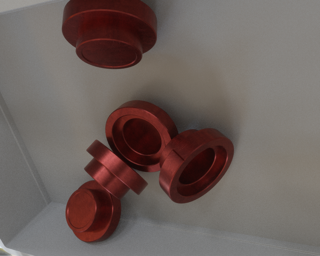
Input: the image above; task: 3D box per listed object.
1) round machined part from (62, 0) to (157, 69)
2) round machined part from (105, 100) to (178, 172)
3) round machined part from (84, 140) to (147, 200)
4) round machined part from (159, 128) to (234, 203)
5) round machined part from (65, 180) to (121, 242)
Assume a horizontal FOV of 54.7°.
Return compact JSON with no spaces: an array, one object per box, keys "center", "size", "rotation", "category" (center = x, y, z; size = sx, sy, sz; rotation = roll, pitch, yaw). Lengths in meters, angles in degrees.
[{"center":[-0.052,-0.095,0.328],"size":[0.098,0.098,0.042],"rotation":[-8,74,31],"category":"round machined part"},{"center":[-0.019,0.007,0.411],"size":[0.098,0.042,0.097],"rotation":[13,124,20],"category":"round machined part"},{"center":[-0.068,0.064,0.438],"size":[0.098,0.042,0.098],"rotation":[39,168,10],"category":"round machined part"},{"center":[0.039,0.040,0.375],"size":[0.042,0.099,0.097],"rotation":[44,137,39],"category":"round machined part"},{"center":[-0.114,0.134,0.503],"size":[0.098,0.042,0.098],"rotation":[-11,69,31],"category":"round machined part"}]
